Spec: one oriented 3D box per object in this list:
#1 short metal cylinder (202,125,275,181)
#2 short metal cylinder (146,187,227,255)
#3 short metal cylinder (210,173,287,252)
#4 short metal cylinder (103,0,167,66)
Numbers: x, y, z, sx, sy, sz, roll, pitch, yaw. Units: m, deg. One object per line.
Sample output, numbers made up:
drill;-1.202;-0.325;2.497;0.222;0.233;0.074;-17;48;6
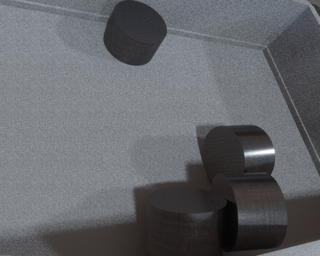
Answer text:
short metal cylinder;0.099;0.036;0.402;0.050;0.080;0.080;-2;63;-30
short metal cylinder;0.026;0.097;0.316;0.081;0.080;0.050;-2;96;-29
short metal cylinder;0.090;0.088;0.331;0.050;0.080;0.080;0;61;-11
short metal cylinder;-0.037;-0.139;0.454;0.081;0.050;0.080;13;56;-21
